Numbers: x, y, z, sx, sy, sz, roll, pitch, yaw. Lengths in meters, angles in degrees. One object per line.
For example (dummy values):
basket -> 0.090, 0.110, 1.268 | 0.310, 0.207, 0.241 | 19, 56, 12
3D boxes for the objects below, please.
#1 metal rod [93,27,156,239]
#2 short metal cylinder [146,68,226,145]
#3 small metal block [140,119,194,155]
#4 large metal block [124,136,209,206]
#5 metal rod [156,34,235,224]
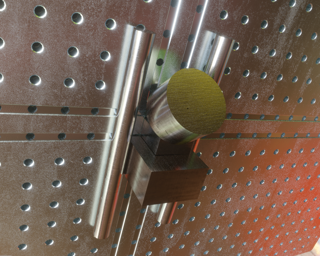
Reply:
metal rod -> -0.052, 0.025, 0.398 | 0.025, 0.025, 0.298 | 1, 118, -29
short metal cylinder -> 0.031, -0.024, 0.369 | 0.081, 0.050, 0.080 | 9, 70, -27
small metal block -> 0.009, 0.011, 0.406 | 0.050, 0.050, 0.025 | 1, 118, -30
large metal block -> 0.003, 0.052, 0.406 | 0.081, 0.080, 0.050 | 1, 118, -29
metal rod -> 0.044, 0.017, 0.446 | 0.025, 0.025, 0.298 | 2, 118, -29
